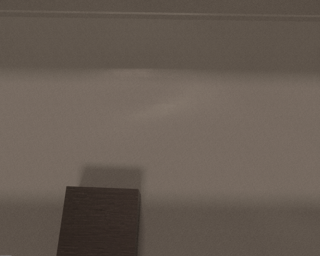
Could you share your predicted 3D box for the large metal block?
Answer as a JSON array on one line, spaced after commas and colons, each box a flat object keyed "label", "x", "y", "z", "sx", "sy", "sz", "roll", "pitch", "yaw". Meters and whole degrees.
[{"label": "large metal block", "x": -0.066, "y": 0.112, "z": 0.355, "sx": 0.081, "sy": 0.050, "sz": 0.080, "roll": 2, "pitch": 70, "yaw": 0}]
